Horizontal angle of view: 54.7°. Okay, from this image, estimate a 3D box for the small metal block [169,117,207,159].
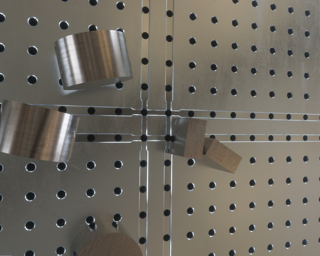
[{"bbox_3d":[0.036,0.013,0.413,0.025,0.050,0.050,9,87,-20],"label":"small metal block"}]

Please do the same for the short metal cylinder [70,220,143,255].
[{"bbox_3d":[-0.066,0.159,0.375,0.081,0.050,0.079,0,90,-20],"label":"short metal cylinder"}]

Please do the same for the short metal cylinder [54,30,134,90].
[{"bbox_3d":[-0.075,-0.075,0.356,0.081,0.080,0.050,-12,94,-20],"label":"short metal cylinder"}]

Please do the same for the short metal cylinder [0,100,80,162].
[{"bbox_3d":[-0.132,0.004,0.335,0.081,0.080,0.050,14,86,-20],"label":"short metal cylinder"}]

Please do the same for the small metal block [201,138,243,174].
[{"bbox_3d":[0.075,0.037,0.427,0.050,0.050,0.025,33,79,-17],"label":"small metal block"}]
